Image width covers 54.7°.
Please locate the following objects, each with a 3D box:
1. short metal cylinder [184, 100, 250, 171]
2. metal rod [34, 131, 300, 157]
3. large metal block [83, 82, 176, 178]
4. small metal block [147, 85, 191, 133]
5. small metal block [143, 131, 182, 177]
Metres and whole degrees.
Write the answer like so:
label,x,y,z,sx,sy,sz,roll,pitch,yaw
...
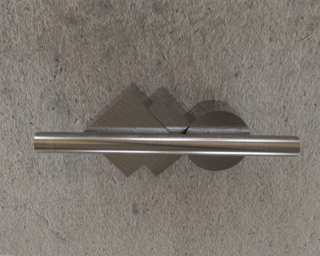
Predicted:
label,x,y,z,sx,sy,sz,roll,pitch,yaw
short metal cylinder,0.070,0.008,0.401,0.081,0.050,0.079,0,110,0
metal rod,0.009,0.019,0.363,0.302,0.025,0.025,1,110,-1
large metal block,-0.038,0.002,0.396,0.080,0.050,0.080,-40,106,13
small metal block,0.011,-0.022,0.390,0.025,0.050,0.050,-41,106,13
small metal block,0.006,0.029,0.409,0.050,0.050,0.025,-40,106,13
